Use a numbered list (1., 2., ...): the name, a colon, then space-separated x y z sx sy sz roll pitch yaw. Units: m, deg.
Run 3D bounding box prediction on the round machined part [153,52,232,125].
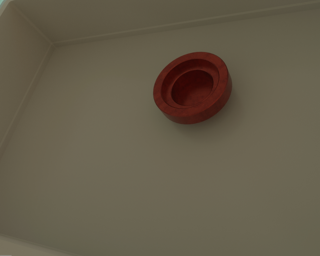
1. round machined part: 0.044 -0.047 0.399 0.098 0.042 0.098 -13 56 20
